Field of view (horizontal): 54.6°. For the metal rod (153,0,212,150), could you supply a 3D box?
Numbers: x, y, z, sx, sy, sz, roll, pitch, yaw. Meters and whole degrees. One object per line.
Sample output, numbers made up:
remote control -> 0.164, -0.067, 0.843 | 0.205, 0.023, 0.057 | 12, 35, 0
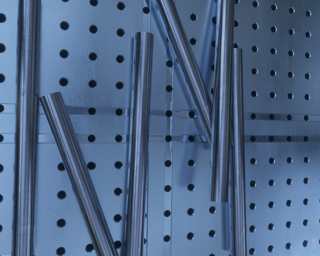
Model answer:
metal rod -> 0.029, -0.108, 0.422 | 0.025, 0.025, 0.299 | -25, 98, -18

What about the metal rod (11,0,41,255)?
metal rod -> -0.153, -0.005, 0.356 | 0.025, 0.025, 0.298 | 1, 90, -20

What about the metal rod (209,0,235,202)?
metal rod -> 0.085, -0.053, 0.422 | 0.025, 0.025, 0.299 | 8, 80, -20

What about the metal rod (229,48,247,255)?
metal rod -> 0.111, 0.036, 0.453 | 0.025, 0.025, 0.298 | -2, 91, -20

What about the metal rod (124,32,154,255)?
metal rod -> -0.027, 0.028, 0.402 | 0.025, 0.025, 0.298 | 3, 89, -20

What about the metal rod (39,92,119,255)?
metal rod -> -0.084, 0.102, 0.381 | 0.025, 0.025, 0.299 | -20, 97, -19
